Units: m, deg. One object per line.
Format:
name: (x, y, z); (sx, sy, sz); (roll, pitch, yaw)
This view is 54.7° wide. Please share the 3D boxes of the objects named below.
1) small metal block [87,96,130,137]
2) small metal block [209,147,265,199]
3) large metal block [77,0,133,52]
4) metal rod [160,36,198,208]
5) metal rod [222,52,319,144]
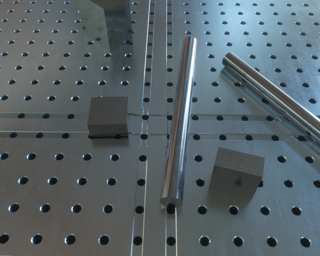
small metal block: (-0.068, -0.016, 0.420); (0.050, 0.025, 0.050); (-1, 50, -1)
small metal block: (0.085, 0.051, 0.349); (0.050, 0.050, 0.025); (13, 51, 11)
large metal block: (-0.095, -0.191, 0.532); (0.050, 0.080, 0.080); (-36, 59, -26)
metal rod: (0.032, -0.032, 0.434); (0.025, 0.025, 0.300); (6, 50, 5)
metal rod: (0.192, -0.016, 0.421); (0.025, 0.025, 0.300); (-26, 55, -20)
